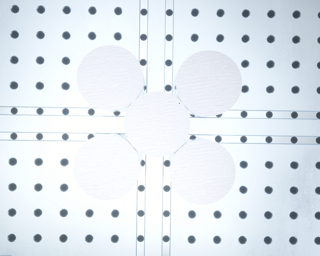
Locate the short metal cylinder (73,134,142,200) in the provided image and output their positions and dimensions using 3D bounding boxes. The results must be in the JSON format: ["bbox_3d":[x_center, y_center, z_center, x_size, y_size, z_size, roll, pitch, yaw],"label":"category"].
[{"bbox_3d":[-0.065,0.047,0.399,0.081,0.050,0.079,0,90,-1],"label":"short metal cylinder"}]

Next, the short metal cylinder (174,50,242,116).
[{"bbox_3d":[0.059,-0.054,0.399,0.081,0.050,0.079,0,90,-1],"label":"short metal cylinder"}]

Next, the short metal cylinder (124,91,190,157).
[{"bbox_3d":[-0.003,-0.005,0.400,0.081,0.050,0.079,0,90,-1],"label":"short metal cylinder"}]

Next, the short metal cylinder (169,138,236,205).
[{"bbox_3d":[0.052,0.053,0.401,0.081,0.050,0.079,0,90,-1],"label":"short metal cylinder"}]

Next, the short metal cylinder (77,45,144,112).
[{"bbox_3d":[-0.061,-0.061,0.399,0.081,0.050,0.079,0,90,-1],"label":"short metal cylinder"}]
